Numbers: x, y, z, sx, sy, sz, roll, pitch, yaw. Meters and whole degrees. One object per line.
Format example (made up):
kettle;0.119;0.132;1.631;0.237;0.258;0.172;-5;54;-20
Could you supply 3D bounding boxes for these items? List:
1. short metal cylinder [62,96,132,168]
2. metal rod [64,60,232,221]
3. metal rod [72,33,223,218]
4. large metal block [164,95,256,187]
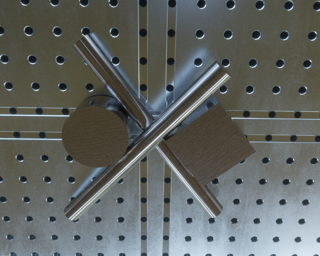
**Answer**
short metal cylinder;-0.078;0.004;0.397;0.081;0.050;0.079;0;110;0
metal rod;-0.030;0.030;0.398;0.025;0.025;0.299;41;113;-14
metal rod;-0.006;0.008;0.412;0.025;0.025;0.300;-34;107;11
large metal block;0.062;0.014;0.401;0.080;0.050;0.080;-37;106;12
